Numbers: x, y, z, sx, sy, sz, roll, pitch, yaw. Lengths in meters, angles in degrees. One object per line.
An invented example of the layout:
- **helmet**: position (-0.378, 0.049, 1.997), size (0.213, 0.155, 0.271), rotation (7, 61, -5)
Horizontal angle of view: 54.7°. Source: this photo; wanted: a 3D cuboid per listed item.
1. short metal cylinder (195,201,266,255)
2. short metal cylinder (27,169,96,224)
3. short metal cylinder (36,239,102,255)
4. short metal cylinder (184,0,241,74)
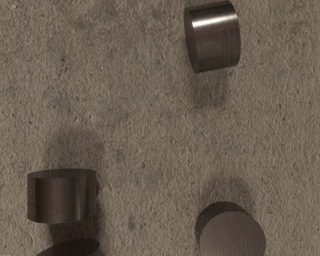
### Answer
- **short metal cylinder**: position (0.088, 0.140, 0.399), size (0.081, 0.050, 0.079), rotation (0, 90, -1)
- **short metal cylinder**: position (-0.119, 0.080, 0.381), size (0.081, 0.080, 0.050), rotation (0, 90, -1)
- **short metal cylinder**: position (-0.111, 0.177, 0.381), size (0.081, 0.080, 0.050), rotation (-9, 90, 0)
- **short metal cylinder**: position (0.063, -0.112, 0.383), size (0.050, 0.080, 0.080), rotation (-11, 90, 0)
